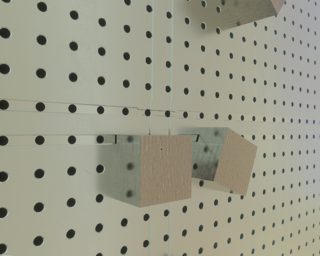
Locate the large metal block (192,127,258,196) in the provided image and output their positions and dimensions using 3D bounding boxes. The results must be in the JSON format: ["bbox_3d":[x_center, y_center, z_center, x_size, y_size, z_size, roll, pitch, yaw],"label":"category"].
[{"bbox_3d":[0.097,0.051,0.473,0.080,0.050,0.080,29,72,-36],"label":"large metal block"}]

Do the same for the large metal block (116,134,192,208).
[{"bbox_3d":[-0.007,0.048,0.386,0.081,0.050,0.080,1,89,-40],"label":"large metal block"}]

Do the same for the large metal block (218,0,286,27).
[{"bbox_3d":[0.141,-0.216,0.490,0.080,0.080,0.050,47,62,-30],"label":"large metal block"}]
